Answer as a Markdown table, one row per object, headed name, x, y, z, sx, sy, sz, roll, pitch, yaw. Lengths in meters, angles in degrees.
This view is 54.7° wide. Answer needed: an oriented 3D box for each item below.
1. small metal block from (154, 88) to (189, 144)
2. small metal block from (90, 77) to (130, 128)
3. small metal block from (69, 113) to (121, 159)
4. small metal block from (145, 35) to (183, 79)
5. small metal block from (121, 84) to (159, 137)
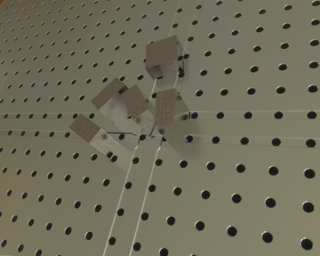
| name | x | y | z | sx | sy | sz | roll | pitch | yaw |
| --- | --- | --- | --- | --- | --- | --- | --- | --- | --- |
| small metal block | 0.016 | -0.014 | 0.391 | 0.025 | 0.050 | 0.050 | -10 | 58 | 23 |
| small metal block | -0.062 | -0.036 | 0.445 | 0.050 | 0.050 | 0.025 | -44 | 51 | -3 |
| small metal block | -0.090 | 0.011 | 0.431 | 0.050 | 0.050 | 0.025 | 31 | 79 | 37 |
| small metal block | 0.007 | -0.107 | 0.469 | 0.050 | 0.025 | 0.050 | -12 | 57 | 21 |
| small metal block | -0.022 | -0.023 | 0.417 | 0.025 | 0.050 | 0.050 | -34 | 52 | 6 |
